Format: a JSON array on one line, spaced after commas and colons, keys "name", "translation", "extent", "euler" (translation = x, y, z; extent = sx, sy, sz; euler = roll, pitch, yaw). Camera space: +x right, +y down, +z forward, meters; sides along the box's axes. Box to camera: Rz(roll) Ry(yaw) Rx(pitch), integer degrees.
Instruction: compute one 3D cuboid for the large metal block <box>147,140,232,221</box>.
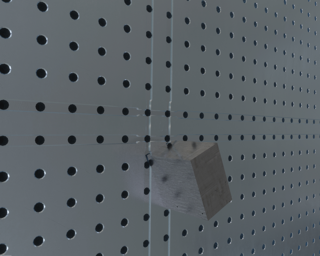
[{"name": "large metal block", "translation": [0.038, 0.064, 0.404], "extent": [0.050, 0.080, 0.080], "euler": [-28, 108, -37]}]
